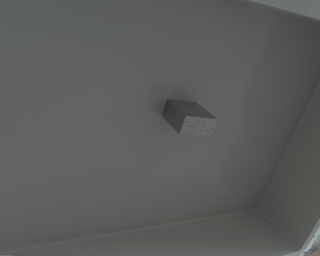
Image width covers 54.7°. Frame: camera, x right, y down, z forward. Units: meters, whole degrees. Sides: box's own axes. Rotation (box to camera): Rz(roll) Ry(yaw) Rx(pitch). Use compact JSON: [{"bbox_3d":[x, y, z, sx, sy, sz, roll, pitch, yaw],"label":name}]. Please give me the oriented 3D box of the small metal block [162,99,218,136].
[{"bbox_3d":[0.038,-0.014,0.407,0.050,0.050,0.025,4,116,-31],"label":"small metal block"}]
